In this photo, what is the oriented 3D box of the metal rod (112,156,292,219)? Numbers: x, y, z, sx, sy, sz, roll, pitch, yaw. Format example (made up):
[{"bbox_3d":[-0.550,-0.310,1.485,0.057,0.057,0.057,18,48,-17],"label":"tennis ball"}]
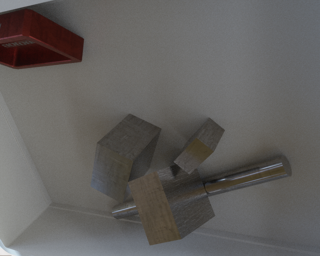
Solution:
[{"bbox_3d":[0.037,0.094,0.446,0.299,0.025,0.025,-25,105,36],"label":"metal rod"}]

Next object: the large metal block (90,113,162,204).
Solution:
[{"bbox_3d":[-0.046,0.040,0.420,0.050,0.080,0.079,26,127,12],"label":"large metal block"}]

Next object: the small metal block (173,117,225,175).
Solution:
[{"bbox_3d":[0.049,0.022,0.379,0.025,0.050,0.050,39,129,1],"label":"small metal block"}]

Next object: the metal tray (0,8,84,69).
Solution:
[{"bbox_3d":[-0.175,-0.106,0.390,0.130,0.090,0.030,1,83,27],"label":"metal tray"}]

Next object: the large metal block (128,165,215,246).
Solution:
[{"bbox_3d":[0.016,0.091,0.394,0.050,0.081,0.080,-27,79,36],"label":"large metal block"}]
